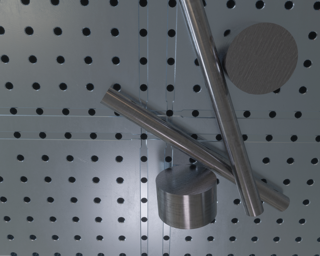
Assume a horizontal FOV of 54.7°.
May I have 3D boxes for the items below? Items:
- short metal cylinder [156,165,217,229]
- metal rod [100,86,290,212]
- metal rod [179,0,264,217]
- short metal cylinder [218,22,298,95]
[{"bbox_3d":[0.036,0.090,0.417,0.080,0.080,0.050,-4,110,1],"label":"short metal cylinder"},{"bbox_3d":[0.056,0.034,0.426,0.301,0.025,0.025,32,107,-11],"label":"metal rod"},{"bbox_3d":[0.080,-0.023,0.389,0.025,0.025,0.298,-18,103,6],"label":"metal rod"},{"bbox_3d":[0.114,-0.085,0.370,0.081,0.050,0.079,0,110,0],"label":"short metal cylinder"}]
